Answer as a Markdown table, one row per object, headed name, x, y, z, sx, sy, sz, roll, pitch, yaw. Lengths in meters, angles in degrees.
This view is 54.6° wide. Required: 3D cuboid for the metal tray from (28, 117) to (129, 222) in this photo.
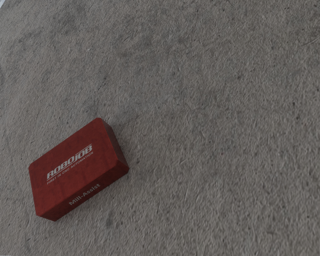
| name | x | y | z | sx | sy | sz | roll | pitch | yaw |
| --- | --- | --- | --- | --- | --- | --- | --- | --- | --- |
| metal tray | -0.116 | 0.056 | 0.429 | 0.130 | 0.030 | 0.090 | -34 | 51 | 5 |
